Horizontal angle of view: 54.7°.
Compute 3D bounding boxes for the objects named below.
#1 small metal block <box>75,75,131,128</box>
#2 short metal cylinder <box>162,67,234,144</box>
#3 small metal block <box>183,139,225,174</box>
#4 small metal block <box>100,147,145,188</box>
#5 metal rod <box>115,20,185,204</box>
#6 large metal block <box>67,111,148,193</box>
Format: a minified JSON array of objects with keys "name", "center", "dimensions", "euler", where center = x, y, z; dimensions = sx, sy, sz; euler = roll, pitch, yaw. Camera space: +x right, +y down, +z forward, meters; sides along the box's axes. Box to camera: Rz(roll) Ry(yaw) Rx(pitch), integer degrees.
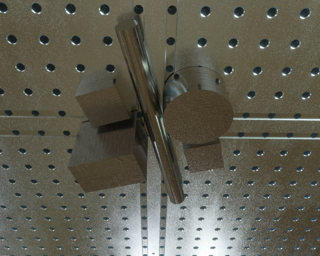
[{"name":"small metal block","center":[-0.068,-0.032,0.383],"dimensions":[0.050,0.025,0.050],"euler":[-14,129,10]},{"name":"short metal cylinder","center":[0.043,-0.026,0.373],"dimensions":[0.081,0.050,0.079],"euler":[0,130,0]},{"name":"small metal block","center":[0.062,0.035,0.443],"dimensions":[0.050,0.025,0.050],"euler":[-11,130,9]},{"name":"small metal block","center":[-0.055,0.059,0.461],"dimensions":[0.050,0.025,0.050],"euler":[-12,129,9]},{"name":"metal rod","center":[-0.003,0.004,0.415],"dimensions":[0.025,0.025,0.298],"euler":[-10,130,8]},{"name":"large metal block","center":[-0.062,0.030,0.398],"dimensions":[0.080,0.080,0.050],"euler":[-12,129,9]}]
